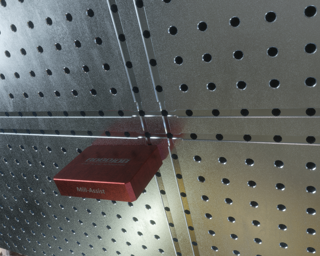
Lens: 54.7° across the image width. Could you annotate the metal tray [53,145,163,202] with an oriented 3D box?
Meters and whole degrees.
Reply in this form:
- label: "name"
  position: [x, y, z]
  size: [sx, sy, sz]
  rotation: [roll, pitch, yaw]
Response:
- label: "metal tray"
  position: [-0.073, 0.061, 0.443]
  size: [0.130, 0.090, 0.030]
  rotation: [-2, 117, 29]
